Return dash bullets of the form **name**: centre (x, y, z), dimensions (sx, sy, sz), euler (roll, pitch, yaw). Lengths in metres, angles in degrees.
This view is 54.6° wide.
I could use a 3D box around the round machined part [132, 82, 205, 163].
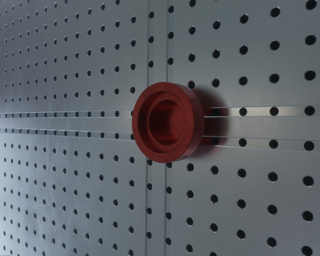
- **round machined part**: centre (0.014, -0.007, 0.388), dimensions (0.098, 0.042, 0.097), euler (0, 90, 40)
